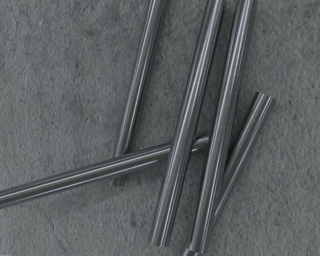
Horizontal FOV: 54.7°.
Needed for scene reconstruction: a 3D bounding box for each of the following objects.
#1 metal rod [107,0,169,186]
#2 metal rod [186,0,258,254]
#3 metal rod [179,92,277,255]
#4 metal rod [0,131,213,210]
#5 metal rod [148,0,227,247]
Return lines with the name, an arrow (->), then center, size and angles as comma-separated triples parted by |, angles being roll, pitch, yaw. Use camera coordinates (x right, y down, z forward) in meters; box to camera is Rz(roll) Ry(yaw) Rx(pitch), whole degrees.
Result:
metal rod -> -0.026, -0.068, 0.417 | 0.025, 0.025, 0.298 | 15, 95, 19
metal rod -> 0.074, -0.005, 0.366 | 0.025, 0.025, 0.298 | 11, 88, 19
metal rod -> 0.066, 0.098, 0.385 | 0.025, 0.025, 0.298 | 26, 98, 18
metal rod -> -0.081, 0.058, 0.404 | 0.301, 0.025, 0.025 | -16, 85, 6
metal rod -> 0.034, -0.012, 0.369 | 0.025, 0.025, 0.299 | 12, 84, 19
